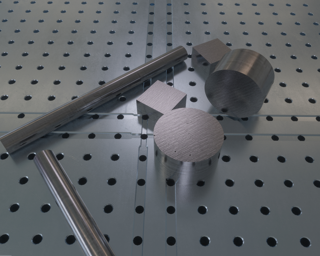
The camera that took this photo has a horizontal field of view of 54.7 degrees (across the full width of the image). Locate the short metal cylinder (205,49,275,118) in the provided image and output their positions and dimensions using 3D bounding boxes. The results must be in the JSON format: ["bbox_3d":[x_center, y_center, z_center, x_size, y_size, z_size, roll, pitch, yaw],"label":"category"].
[{"bbox_3d":[0.108,-0.060,0.423,0.080,0.080,0.050,23,54,18],"label":"short metal cylinder"}]

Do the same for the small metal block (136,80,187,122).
[{"bbox_3d":[0.002,-0.035,0.437,0.050,0.025,0.050,29,56,22],"label":"small metal block"}]

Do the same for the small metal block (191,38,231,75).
[{"bbox_3d":[0.087,-0.117,0.506,0.050,0.025,0.050,-24,54,-19],"label":"small metal block"}]

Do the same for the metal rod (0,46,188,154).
[{"bbox_3d":[-0.079,-0.051,0.449,0.302,0.025,0.025,-32,57,-24],"label":"metal rod"}]

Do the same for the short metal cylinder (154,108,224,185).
[{"bbox_3d":[0.033,0.022,0.373,0.081,0.050,0.080,0,50,0],"label":"short metal cylinder"}]

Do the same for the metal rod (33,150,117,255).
[{"bbox_3d":[-0.054,0.129,0.298,0.025,0.025,0.300,-29,56,-22],"label":"metal rod"}]
